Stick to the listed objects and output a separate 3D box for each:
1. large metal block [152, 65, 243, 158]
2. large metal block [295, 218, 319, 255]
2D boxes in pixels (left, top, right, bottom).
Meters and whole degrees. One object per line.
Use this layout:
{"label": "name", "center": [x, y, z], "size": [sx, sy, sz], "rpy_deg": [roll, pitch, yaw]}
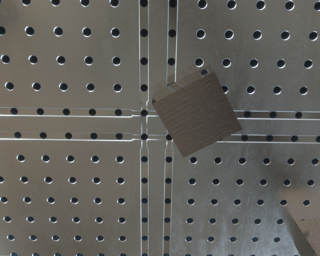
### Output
{"label": "large metal block", "center": [0.045, -0.022, 0.392], "size": [0.080, 0.050, 0.080], "rpy_deg": [-27, 108, 9]}
{"label": "large metal block", "center": [0.253, 0.175, 0.450], "size": [0.080, 0.080, 0.050], "rpy_deg": [-8, 110, 3]}
